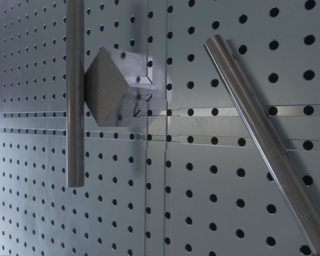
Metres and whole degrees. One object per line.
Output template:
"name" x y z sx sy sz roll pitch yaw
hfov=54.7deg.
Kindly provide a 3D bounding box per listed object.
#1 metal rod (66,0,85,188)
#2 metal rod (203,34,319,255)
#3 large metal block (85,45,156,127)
"metal rod" -0.121 -0.066 0.443 0.025 0.025 0.298 0 90 40
"metal rod" 0.118 0.031 0.312 0.025 0.025 0.299 -36 68 34
"large metal block" -0.065 -0.058 0.447 0.080 0.050 0.080 -48 62 29
